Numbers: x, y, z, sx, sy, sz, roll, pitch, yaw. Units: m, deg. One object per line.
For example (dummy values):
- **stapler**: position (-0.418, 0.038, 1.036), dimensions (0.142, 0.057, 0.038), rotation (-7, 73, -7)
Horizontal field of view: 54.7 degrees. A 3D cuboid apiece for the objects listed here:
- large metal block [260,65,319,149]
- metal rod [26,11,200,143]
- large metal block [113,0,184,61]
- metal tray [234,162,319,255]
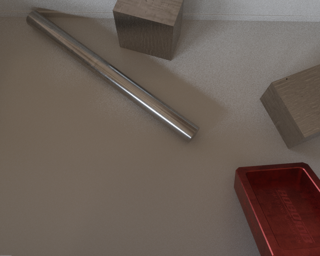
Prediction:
- **large metal block**: position (0.194, -0.029, 0.409), dimensions (0.080, 0.050, 0.080), rotation (-21, 72, -8)
- **metal rod**: position (-0.073, -0.078, 0.437), dimensions (0.300, 0.025, 0.025), rotation (37, 74, 12)
- **large metal block**: position (-0.014, -0.147, 0.434), dimensions (0.080, 0.080, 0.050), rotation (16, 71, 5)
- **metal tray**: position (0.142, 0.091, 0.335), dimensions (0.091, 0.030, 0.130), rotation (-4, 31, -2)
